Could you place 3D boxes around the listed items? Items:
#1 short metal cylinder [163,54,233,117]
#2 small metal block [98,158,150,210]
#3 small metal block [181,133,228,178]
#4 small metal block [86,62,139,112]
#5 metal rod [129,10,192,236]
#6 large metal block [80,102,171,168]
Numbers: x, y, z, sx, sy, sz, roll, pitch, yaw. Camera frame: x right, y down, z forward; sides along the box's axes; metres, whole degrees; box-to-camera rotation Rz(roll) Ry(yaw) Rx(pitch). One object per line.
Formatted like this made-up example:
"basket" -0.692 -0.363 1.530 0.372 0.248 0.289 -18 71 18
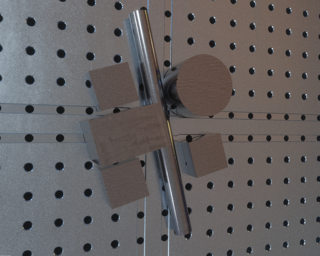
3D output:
"short metal cylinder" 0.049 -0.055 0.418 0.081 0.050 0.079 0 90 -21
"small metal block" -0.047 0.069 0.396 0.050 0.025 0.050 -17 96 -20
"small metal block" 0.063 0.037 0.437 0.050 0.025 0.050 -16 96 -20
"small metal block" -0.060 -0.051 0.391 0.050 0.025 0.050 -19 97 -19
"metal rod" 0.002 -0.004 0.414 0.025 0.025 0.298 -13 95 -20
"large metal block" -0.044 0.006 0.366 0.081 0.080 0.050 -16 96 -20
